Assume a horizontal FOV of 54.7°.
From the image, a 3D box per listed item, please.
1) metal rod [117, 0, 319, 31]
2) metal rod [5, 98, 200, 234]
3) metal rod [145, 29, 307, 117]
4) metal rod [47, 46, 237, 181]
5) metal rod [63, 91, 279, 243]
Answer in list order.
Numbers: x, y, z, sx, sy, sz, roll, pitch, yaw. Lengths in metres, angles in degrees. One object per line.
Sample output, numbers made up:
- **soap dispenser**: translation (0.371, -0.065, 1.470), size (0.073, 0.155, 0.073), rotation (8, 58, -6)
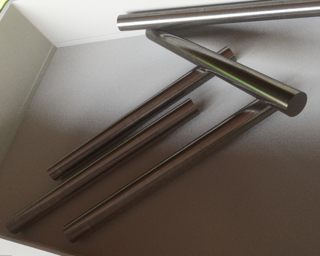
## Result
- **metal rod**: translation (0.077, -0.160, 0.441), size (0.301, 0.025, 0.025), rotation (3, 63, 21)
- **metal rod**: translation (-0.080, 0.053, 0.414), size (0.300, 0.025, 0.025), rotation (-33, 51, 6)
- **metal rod**: translation (0.056, -0.089, 0.396), size (0.025, 0.025, 0.300), rotation (-43, 40, -2)
- **metal rod**: translation (-0.029, -0.017, 0.431), size (0.300, 0.025, 0.025), rotation (-34, 51, 6)
- **metal rod**: translation (0.013, 0.047, 0.369), size (0.300, 0.025, 0.025), rotation (-34, 51, 5)
